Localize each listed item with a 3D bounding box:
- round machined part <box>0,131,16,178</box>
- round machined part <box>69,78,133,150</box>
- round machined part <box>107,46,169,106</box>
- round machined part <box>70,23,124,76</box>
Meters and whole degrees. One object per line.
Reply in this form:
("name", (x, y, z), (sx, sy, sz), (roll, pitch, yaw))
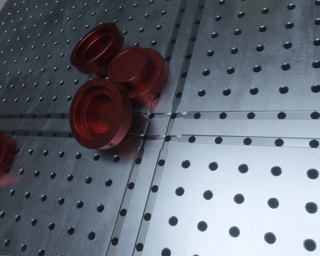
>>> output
("round machined part", (-0.300, 0.047, 0.528), (0.098, 0.042, 0.098), (-13, 56, 21))
("round machined part", (-0.078, -0.018, 0.436), (0.098, 0.042, 0.098), (-4, 82, 32))
("round machined part", (-0.040, -0.085, 0.471), (0.098, 0.042, 0.098), (-13, 56, 21))
("round machined part", (-0.100, -0.127, 0.523), (0.098, 0.042, 0.098), (-20, 47, 23))
